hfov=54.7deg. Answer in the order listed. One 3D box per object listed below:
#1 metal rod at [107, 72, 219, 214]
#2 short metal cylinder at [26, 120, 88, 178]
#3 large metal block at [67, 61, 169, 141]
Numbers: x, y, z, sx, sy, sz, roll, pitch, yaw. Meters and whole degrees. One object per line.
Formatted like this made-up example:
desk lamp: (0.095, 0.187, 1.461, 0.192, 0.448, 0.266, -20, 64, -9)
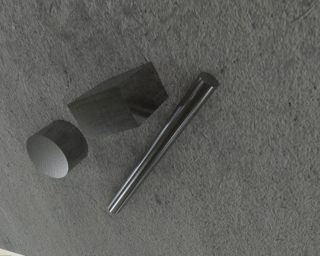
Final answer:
metal rod: (-0.012, 0.041, 0.438, 0.025, 0.025, 0.298, 37, 129, 3)
short metal cylinder: (-0.164, 0.033, 0.498, 0.080, 0.050, 0.079, 13, 124, 21)
large metal block: (-0.049, -0.033, 0.377, 0.080, 0.080, 0.050, -14, 111, 34)
